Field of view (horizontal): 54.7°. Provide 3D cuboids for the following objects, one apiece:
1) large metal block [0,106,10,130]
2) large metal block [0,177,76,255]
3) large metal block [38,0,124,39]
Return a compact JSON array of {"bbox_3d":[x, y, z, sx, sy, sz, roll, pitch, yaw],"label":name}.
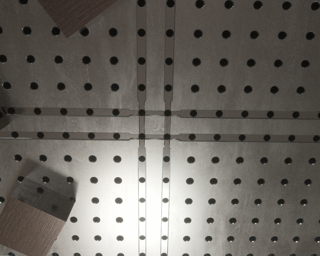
[{"bbox_3d":[-0.255,-0.022,0.388,0.080,0.050,0.080,-17,110,5],"label":"large metal block"},{"bbox_3d":[-0.182,0.131,0.446,0.080,0.050,0.080,29,107,-11],"label":"large metal block"},{"bbox_3d":[-0.091,-0.158,0.341,0.080,0.050,0.080,-33,107,11],"label":"large metal block"}]
